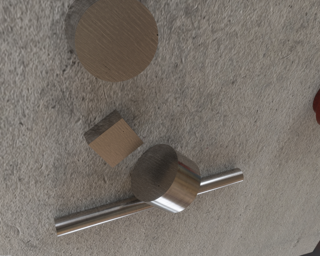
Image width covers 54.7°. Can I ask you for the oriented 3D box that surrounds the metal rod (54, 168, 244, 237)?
[{"bbox_3d":[-0.002,0.107,0.471,0.303,0.025,0.025,-11,123,-23],"label":"metal rod"}]

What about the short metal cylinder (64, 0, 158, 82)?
[{"bbox_3d":[-0.049,-0.092,0.307,0.081,0.050,0.079,-14,124,-21],"label":"short metal cylinder"}]

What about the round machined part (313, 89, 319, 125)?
[{"bbox_3d":[0.306,-0.046,0.535,0.099,0.042,0.097,-14,124,-21],"label":"round machined part"}]

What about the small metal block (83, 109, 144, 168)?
[{"bbox_3d":[-0.057,0.013,0.384,0.050,0.025,0.050,-39,129,-2],"label":"small metal block"}]

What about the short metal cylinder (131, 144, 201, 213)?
[{"bbox_3d":[0.007,0.068,0.417,0.080,0.080,0.050,-49,129,6],"label":"short metal cylinder"}]
